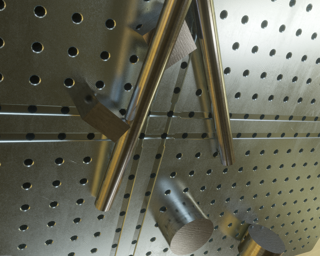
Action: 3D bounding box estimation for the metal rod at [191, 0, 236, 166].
[{"bbox_3d":[0.074,-0.061,0.413,0.025,0.025,0.299,-27,128,-12],"label":"metal rod"}]

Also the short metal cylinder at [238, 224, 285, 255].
[{"bbox_3d":[0.210,0.247,0.644,0.081,0.080,0.050,8,115,-32],"label":"short metal cylinder"}]

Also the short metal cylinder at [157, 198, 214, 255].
[{"bbox_3d":[0.042,0.165,0.520,0.081,0.050,0.079,-14,124,-21],"label":"short metal cylinder"}]

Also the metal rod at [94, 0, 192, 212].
[{"bbox_3d":[-0.029,-0.014,0.365,0.025,0.025,0.298,4,123,-31],"label":"metal rod"}]

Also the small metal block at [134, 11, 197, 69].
[{"bbox_3d":[0.007,-0.101,0.353,0.050,0.025,0.050,-36,129,-5],"label":"small metal block"}]

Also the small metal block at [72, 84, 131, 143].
[{"bbox_3d":[-0.066,-0.017,0.348,0.025,0.050,0.050,-45,129,3],"label":"small metal block"}]
